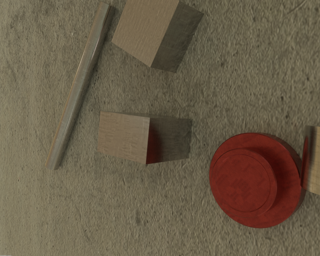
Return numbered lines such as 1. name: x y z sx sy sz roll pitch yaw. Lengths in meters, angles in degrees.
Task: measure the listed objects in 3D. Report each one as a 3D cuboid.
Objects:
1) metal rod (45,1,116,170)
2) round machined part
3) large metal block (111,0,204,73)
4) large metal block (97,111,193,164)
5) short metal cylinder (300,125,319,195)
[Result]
1. metal rod: -0.137 -0.059 0.514 0.025 0.025 0.298 38 113 33
2. round machined part: 0.092 0.054 0.317 0.098 0.042 0.097 0 90 39
3. large metal block: -0.005 -0.126 0.391 0.080 0.050 0.079 39 114 33
4. large metal block: -0.018 0.009 0.382 0.080 0.081 0.050 9 96 39
5. short metal cylinder: 0.155 0.025 0.241 0.080 0.081 0.050 6 94 39
